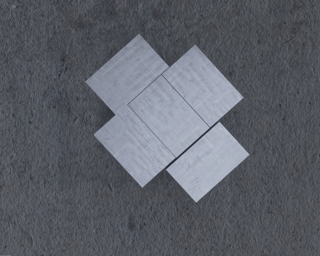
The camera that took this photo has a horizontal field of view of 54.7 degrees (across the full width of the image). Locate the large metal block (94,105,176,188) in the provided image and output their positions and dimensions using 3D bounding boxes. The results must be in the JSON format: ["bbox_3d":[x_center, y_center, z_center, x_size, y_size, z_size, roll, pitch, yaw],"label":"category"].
[{"bbox_3d":[-0.028,0.020,0.384,0.050,0.080,0.080,-42,91,0],"label":"large metal block"}]

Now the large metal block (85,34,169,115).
[{"bbox_3d":[-0.036,-0.060,0.384,0.080,0.080,0.050,-42,91,0],"label":"large metal block"}]

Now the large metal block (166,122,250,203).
[{"bbox_3d":[0.053,0.038,0.385,0.080,0.080,0.050,-42,91,0],"label":"large metal block"}]

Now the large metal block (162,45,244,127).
[{"bbox_3d":[0.047,-0.047,0.385,0.050,0.080,0.080,-42,91,0],"label":"large metal block"}]

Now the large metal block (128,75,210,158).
[{"bbox_3d":[0.010,-0.013,0.384,0.050,0.080,0.080,-42,91,0],"label":"large metal block"}]
